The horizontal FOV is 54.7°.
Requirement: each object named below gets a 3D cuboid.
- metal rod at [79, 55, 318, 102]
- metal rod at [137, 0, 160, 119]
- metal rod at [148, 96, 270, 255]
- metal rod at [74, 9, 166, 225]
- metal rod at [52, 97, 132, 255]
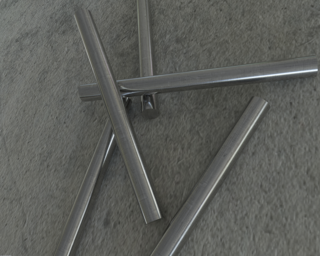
[{"bbox_3d":[0.034,-0.060,0.398,0.301,0.025,0.025,-4,60,17],"label":"metal rod"},{"bbox_3d":[-0.023,-0.144,0.502,0.025,0.025,0.299,-17,55,18],"label":"metal rod"},{"bbox_3d":[0.032,0.091,0.330,0.025,0.025,0.300,27,76,37],"label":"metal rod"},{"bbox_3d":[-0.057,-0.028,0.392,0.025,0.025,0.299,-26,71,12],"label":"metal rod"},{"bbox_3d":[-0.095,0.090,0.396,0.025,0.025,0.300,4,63,29],"label":"metal rod"}]
